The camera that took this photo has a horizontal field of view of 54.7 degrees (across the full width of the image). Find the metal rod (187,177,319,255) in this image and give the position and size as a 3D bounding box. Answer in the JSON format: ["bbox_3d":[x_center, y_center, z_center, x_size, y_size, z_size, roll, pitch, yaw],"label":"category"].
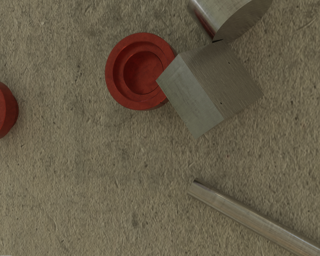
[{"bbox_3d":[0.169,0.139,0.349,0.301,0.025,0.025,27,99,17],"label":"metal rod"}]

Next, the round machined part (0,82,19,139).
[{"bbox_3d":[-0.268,-0.028,0.494,0.098,0.042,0.097,0,90,20],"label":"round machined part"}]

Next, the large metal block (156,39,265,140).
[{"bbox_3d":[0.057,-0.045,0.350,0.080,0.081,0.050,57,141,7],"label":"large metal block"}]

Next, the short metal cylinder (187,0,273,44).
[{"bbox_3d":[0.079,-0.139,0.352,0.080,0.080,0.050,-37,78,16],"label":"short metal cylinder"}]

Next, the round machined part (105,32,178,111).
[{"bbox_3d":[-0.019,-0.071,0.407,0.098,0.042,0.097,0,90,20],"label":"round machined part"}]
